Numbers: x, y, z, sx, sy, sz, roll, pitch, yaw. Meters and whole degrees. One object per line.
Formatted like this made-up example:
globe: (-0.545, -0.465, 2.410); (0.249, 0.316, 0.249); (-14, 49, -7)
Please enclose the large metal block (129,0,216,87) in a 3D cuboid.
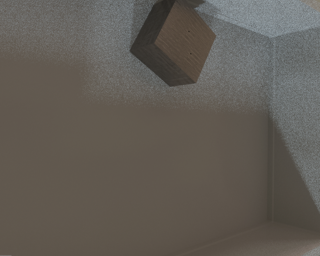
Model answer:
large metal block: (0.019, -0.112, 0.408); (0.080, 0.050, 0.080); (37, 67, -34)
